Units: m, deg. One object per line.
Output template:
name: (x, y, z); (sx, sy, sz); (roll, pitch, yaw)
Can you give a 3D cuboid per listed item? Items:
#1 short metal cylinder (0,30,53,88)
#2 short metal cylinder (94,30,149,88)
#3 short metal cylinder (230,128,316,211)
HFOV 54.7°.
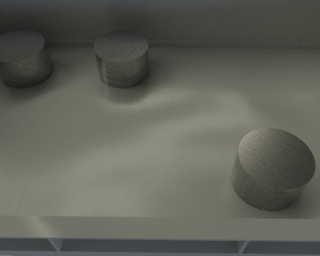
short metal cylinder: (-0.212, -0.106, 0.477); (0.080, 0.050, 0.080); (0, 50, 0)
short metal cylinder: (-0.057, -0.107, 0.478); (0.080, 0.050, 0.080); (0, 50, 0)
short metal cylinder: (0.124, 0.046, 0.351); (0.080, 0.050, 0.080); (0, 50, 0)
